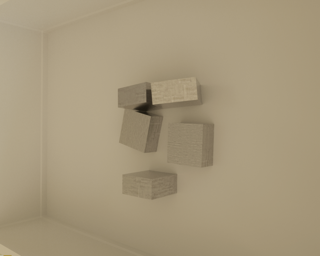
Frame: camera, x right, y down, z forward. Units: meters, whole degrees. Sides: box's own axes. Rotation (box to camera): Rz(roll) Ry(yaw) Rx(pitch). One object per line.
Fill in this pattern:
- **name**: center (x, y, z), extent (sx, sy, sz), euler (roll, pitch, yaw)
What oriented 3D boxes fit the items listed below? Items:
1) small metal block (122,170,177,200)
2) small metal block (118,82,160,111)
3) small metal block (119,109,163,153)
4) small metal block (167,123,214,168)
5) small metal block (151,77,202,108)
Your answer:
- **small metal block**: center (-0.013, 0.072, 0.401), extent (0.050, 0.050, 0.025), euler (1, 91, 40)
- **small metal block**: center (-0.019, -0.039, 0.406), extent (0.050, 0.050, 0.025), euler (-6, 82, 40)
- **small metal block**: center (-0.027, 0.003, 0.429), extent (0.050, 0.025, 0.050), euler (18, 102, 38)
- **small metal block**: center (0.037, 0.019, 0.377), extent (0.050, 0.025, 0.050), euler (3, 92, 40)
- **small metal block**: center (0.021, -0.040, 0.362), extent (0.050, 0.050, 0.025), euler (-5, 87, 13)
